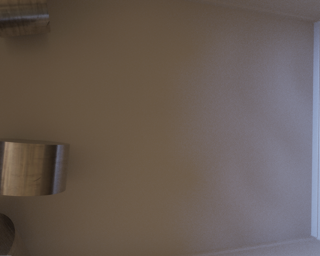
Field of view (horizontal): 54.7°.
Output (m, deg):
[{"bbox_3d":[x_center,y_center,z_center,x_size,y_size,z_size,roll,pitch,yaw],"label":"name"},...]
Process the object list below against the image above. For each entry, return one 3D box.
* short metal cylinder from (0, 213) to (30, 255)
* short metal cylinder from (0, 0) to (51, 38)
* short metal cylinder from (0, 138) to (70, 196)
[{"bbox_3d":[-0.178,0.132,0.308,0.081,0.080,0.050,-19,131,-19],"label":"short metal cylinder"},{"bbox_3d":[-0.151,-0.139,0.326,0.050,0.080,0.080,-13,95,-20],"label":"short metal cylinder"},{"bbox_3d":[-0.140,0.039,0.330,0.081,0.080,0.050,5,89,-20],"label":"short metal cylinder"}]
